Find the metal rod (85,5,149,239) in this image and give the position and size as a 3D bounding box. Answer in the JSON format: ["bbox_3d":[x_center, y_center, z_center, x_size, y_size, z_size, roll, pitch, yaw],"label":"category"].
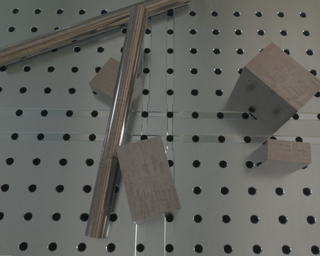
[{"bbox_3d":[-0.052,-0.017,0.395,0.025,0.025,0.299,9,78,3],"label":"metal rod"}]

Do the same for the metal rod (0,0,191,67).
[{"bbox_3d":[-0.095,-0.154,0.467,0.302,0.025,0.025,-21,72,-8],"label":"metal rod"}]

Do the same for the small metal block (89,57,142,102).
[{"bbox_3d":[-0.062,-0.063,0.434,0.050,0.025,0.050,32,73,11],"label":"small metal block"}]

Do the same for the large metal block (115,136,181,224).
[{"bbox_3d":[-0.013,0.064,0.359,0.050,0.080,0.080,-14,71,-5],"label":"large metal block"}]

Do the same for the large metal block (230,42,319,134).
[{"bbox_3d":[0.146,-0.049,0.401,0.050,0.080,0.080,-41,75,-13],"label":"large metal block"}]

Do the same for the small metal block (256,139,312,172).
[{"bbox_3d":[0.152,0.035,0.386,0.050,0.050,0.025,6,70,2],"label":"small metal block"}]
